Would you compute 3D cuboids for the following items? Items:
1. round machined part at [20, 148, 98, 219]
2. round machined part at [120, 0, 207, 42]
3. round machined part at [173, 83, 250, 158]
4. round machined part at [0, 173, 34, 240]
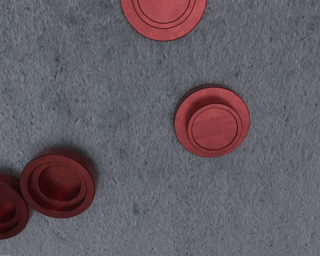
[{"bbox_3d":[-0.135,0.071,0.426,0.099,0.042,0.097,0,110,0],"label":"round machined part"},{"bbox_3d":[0.004,-0.147,0.346,0.099,0.042,0.097,0,110,0],"label":"round machined part"},{"bbox_3d":[0.067,-0.005,0.399,0.099,0.042,0.097,0,110,0],"label":"round machined part"},{"bbox_3d":[-0.227,0.105,0.437,0.099,0.042,0.097,0,110,0],"label":"round machined part"}]
